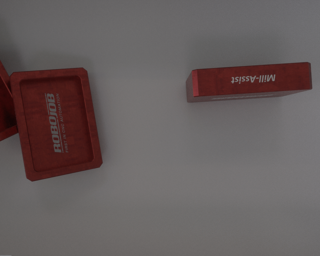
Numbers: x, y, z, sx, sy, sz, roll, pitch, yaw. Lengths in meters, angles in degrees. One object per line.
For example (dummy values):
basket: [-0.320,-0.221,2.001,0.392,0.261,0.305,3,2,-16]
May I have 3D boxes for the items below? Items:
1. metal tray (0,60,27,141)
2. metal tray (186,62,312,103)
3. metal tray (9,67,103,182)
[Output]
metal tray: [-0.224,-0.041,0.366,0.030,0.091,0.129,-13,106,43]
metal tray: [0.101,-0.053,0.379,0.131,0.090,0.030,-4,90,0]
metal tray: [-0.129,-0.006,0.390,0.091,0.030,0.129,-10,90,-25]
